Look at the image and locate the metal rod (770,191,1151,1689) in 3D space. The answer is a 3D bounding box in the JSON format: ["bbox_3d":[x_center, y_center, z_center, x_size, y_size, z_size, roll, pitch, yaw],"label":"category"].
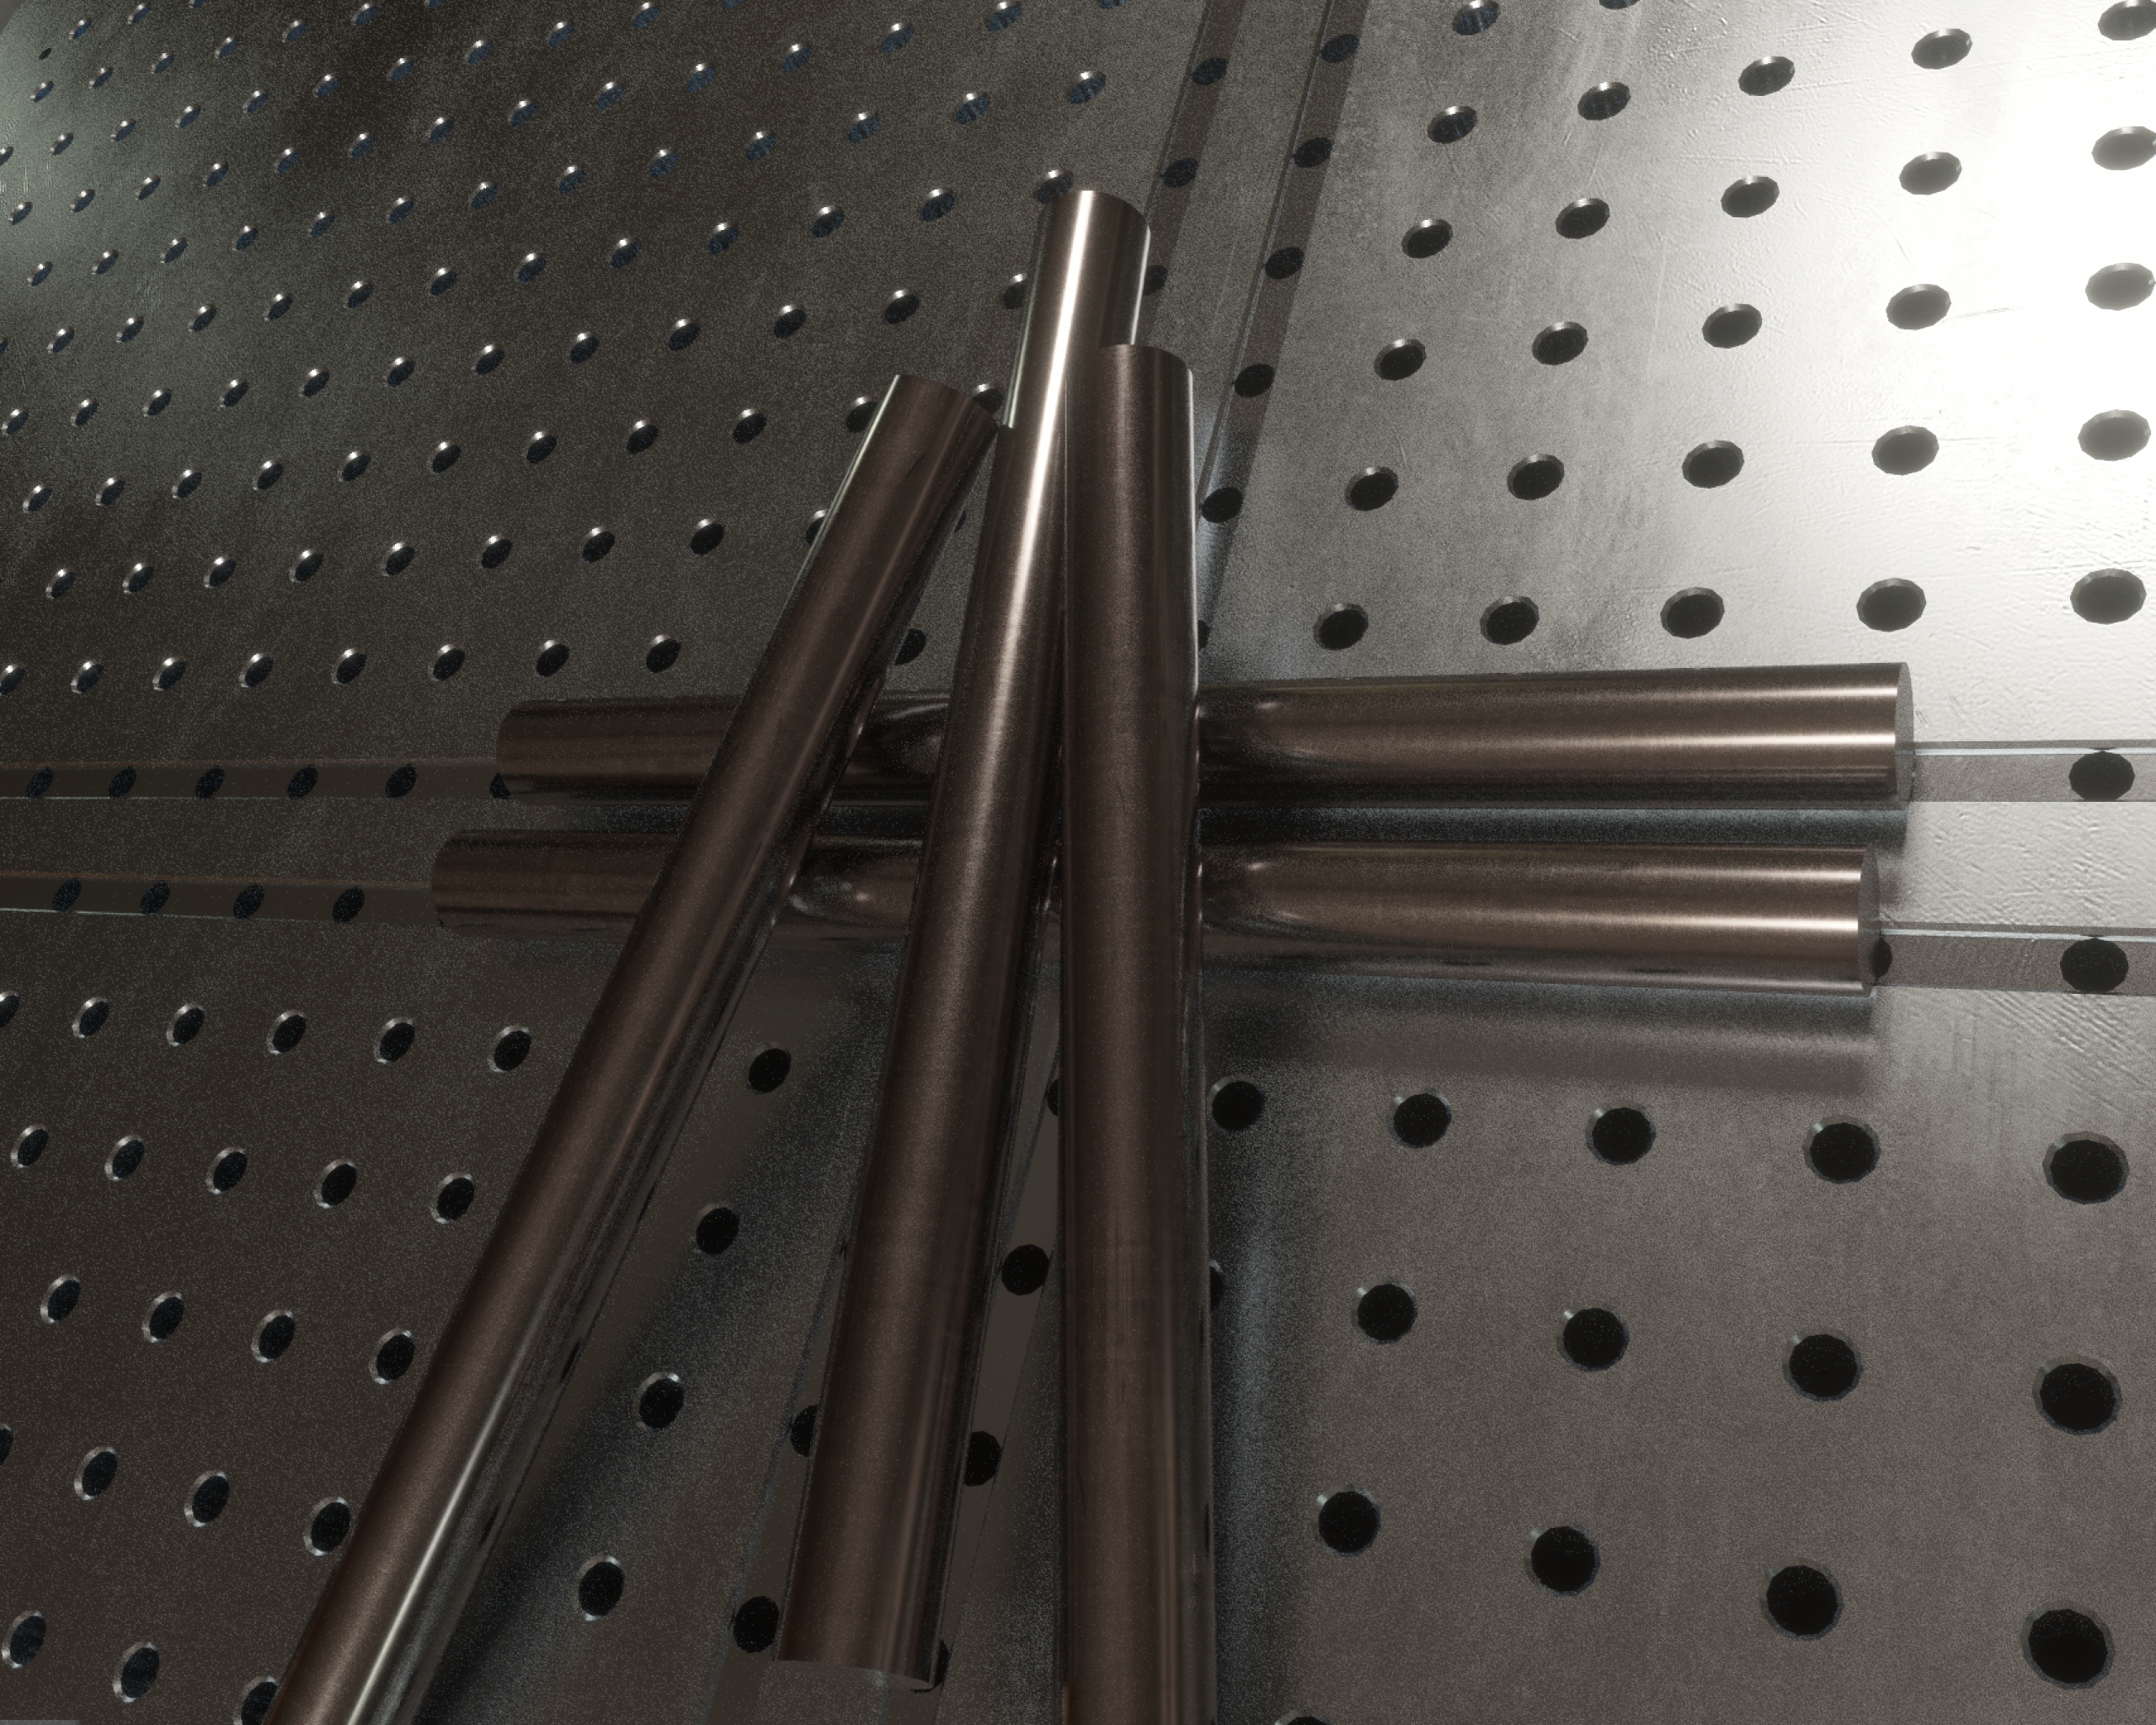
[{"bbox_3d":[-0.015,-0.007,0.388,0.025,0.025,0.299,-6,59,25],"label":"metal rod"}]

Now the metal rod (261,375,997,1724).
[{"bbox_3d":[-0.085,0.041,0.402,0.025,0.025,0.299,15,76,34],"label":"metal rod"}]

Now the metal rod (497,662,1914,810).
[{"bbox_3d":[0.005,-0.023,0.419,0.300,0.025,0.025,1,62,28],"label":"metal rod"}]

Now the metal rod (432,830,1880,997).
[{"bbox_3d":[-0.005,0.007,0.406,0.300,0.025,0.025,1,62,28],"label":"metal rod"}]

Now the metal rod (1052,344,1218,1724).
[{"bbox_3d":[0.009,0.043,0.352,0.025,0.025,0.299,-10,64,22],"label":"metal rod"}]
